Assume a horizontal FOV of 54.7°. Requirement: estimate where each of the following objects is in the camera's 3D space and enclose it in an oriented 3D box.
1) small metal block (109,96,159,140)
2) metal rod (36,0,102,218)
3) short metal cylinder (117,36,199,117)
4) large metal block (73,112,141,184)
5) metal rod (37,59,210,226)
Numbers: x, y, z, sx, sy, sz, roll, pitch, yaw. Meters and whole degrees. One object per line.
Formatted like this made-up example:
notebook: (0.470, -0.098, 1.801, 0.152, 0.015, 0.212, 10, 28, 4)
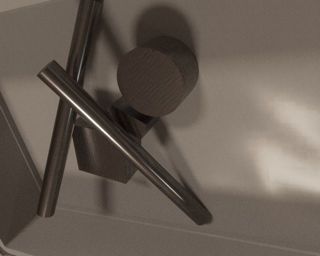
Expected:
small metal block: (-0.031, -0.019, 0.396, 0.050, 0.050, 0.025, 30, 128, 8)
metal rod: (-0.123, -0.013, 0.404, 0.025, 0.025, 0.298, 22, 108, 14)
short metal cylinder: (-0.002, -0.060, 0.355, 0.080, 0.050, 0.079, 13, 124, 20)
large metal block: (-0.074, 0.024, 0.445, 0.080, 0.050, 0.079, 12, 124, 21)
metal rod: (-0.029, 0.035, 0.392, 0.025, 0.025, 0.300, -22, 123, 36)
